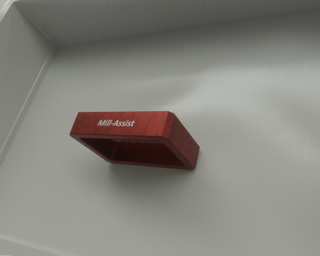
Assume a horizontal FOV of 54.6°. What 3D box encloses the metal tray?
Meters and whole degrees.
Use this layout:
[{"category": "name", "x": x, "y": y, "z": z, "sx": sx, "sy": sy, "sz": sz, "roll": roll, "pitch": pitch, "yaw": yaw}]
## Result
[{"category": "metal tray", "x": -0.029, "y": 0.016, "z": 0.370, "sx": 0.130, "sy": 0.090, "sz": 0.030, "roll": 1, "pitch": 63, "yaw": 29}]
